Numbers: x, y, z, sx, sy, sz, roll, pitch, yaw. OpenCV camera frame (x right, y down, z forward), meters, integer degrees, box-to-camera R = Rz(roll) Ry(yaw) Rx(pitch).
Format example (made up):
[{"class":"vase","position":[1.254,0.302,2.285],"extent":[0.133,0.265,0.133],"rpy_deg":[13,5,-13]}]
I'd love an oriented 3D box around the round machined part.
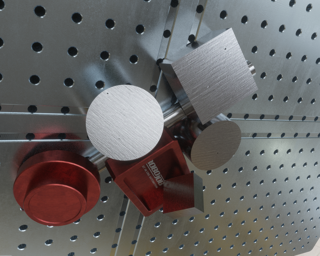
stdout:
[{"class":"round machined part","position":[-0.121,0.077,0.365],"extent":[0.099,0.042,0.097],"rpy_deg":[-5,124,-7]}]

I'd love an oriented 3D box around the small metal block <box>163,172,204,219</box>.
[{"class":"small metal block","position":[0.032,0.095,0.434],"extent":[0.050,0.050,0.025],"rpy_deg":[-21,139,30]}]

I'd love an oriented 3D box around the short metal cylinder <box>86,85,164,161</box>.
[{"class":"short metal cylinder","position":[-0.037,-0.003,0.346],"extent":[0.081,0.050,0.080],"rpy_deg":[0,82,-3]}]

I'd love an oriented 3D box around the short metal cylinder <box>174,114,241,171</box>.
[{"class":"short metal cylinder","position":[0.066,0.013,0.438],"extent":[0.081,0.050,0.079],"rpy_deg":[-14,124,-21]}]

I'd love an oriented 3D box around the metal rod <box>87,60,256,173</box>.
[{"class":"metal rod","position":[-0.003,-0.003,0.410],"extent":[0.301,0.025,0.025],"rpy_deg":[-32,129,-7]}]

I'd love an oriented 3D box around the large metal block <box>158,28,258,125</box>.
[{"class":"large metal block","position":[0.057,-0.062,0.372],"extent":[0.080,0.050,0.080],"rpy_deg":[-32,109,-7]}]

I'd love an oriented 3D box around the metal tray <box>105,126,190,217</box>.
[{"class":"metal tray","position":[-0.007,0.065,0.425],"extent":[0.090,0.030,0.130],"rpy_deg":[-33,142,-7]}]
